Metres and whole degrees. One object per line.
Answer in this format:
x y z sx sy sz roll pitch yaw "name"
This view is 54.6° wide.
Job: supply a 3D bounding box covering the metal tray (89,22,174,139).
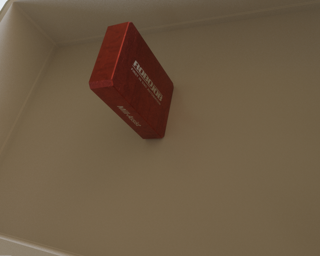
-0.028 -0.053 0.386 0.030 0.130 0.090 -3 60 27 "metal tray"
